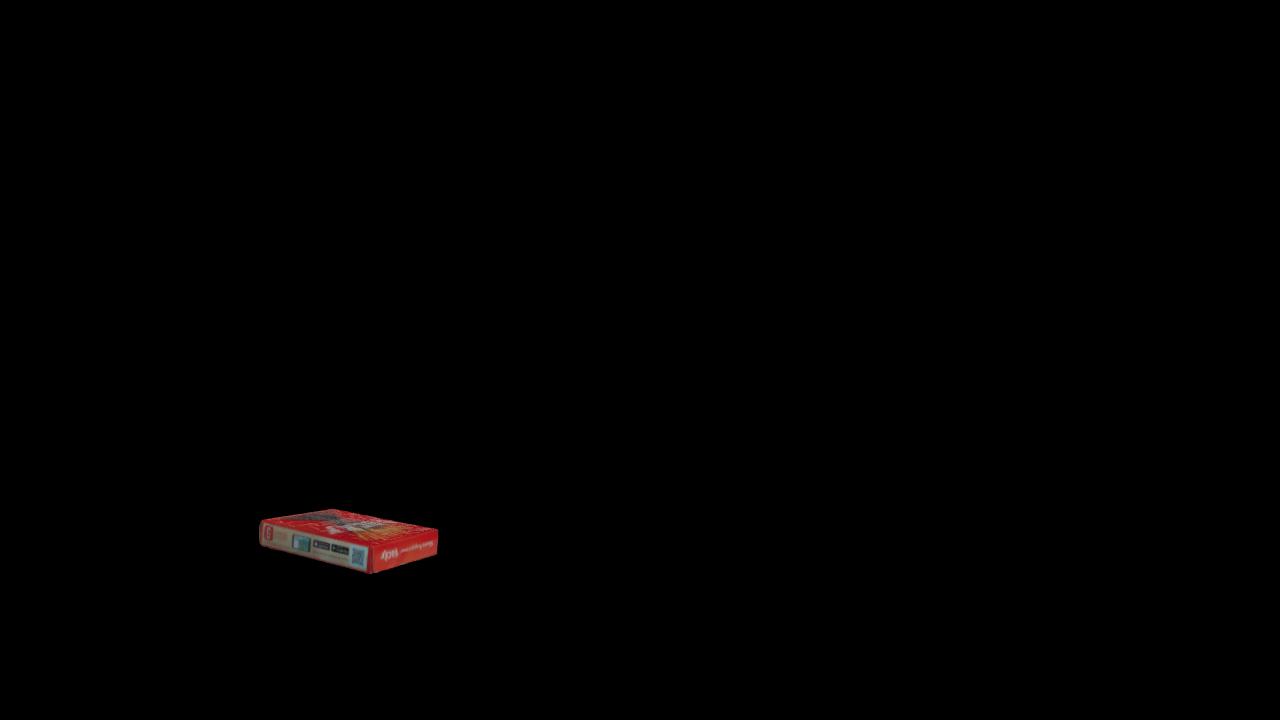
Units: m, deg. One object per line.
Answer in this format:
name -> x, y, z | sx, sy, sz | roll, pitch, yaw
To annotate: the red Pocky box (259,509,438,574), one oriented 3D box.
red Pocky box -> -0.282, 0.172, 0.599 | 0.155, 0.028, 0.083 | 2, -4, 25
